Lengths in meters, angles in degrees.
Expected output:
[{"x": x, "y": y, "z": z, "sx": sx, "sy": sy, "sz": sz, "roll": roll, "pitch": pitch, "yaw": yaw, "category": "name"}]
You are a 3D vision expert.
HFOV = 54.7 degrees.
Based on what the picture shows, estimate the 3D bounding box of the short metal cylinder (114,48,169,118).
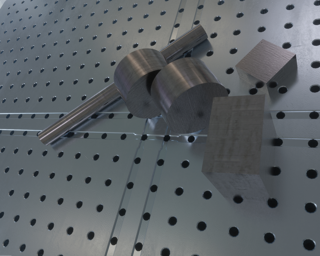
[{"x": -0.016, "y": -0.059, "z": 0.418, "sx": 0.080, "sy": 0.080, "sz": 0.050, "roll": -35, "pitch": 51, "yaw": 5, "category": "short metal cylinder"}]

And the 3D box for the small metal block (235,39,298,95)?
[{"x": 0.132, "y": -0.077, "z": 0.386, "sx": 0.050, "sy": 0.025, "sz": 0.050, "roll": -44, "pitch": 51, "yaw": -3, "category": "small metal block"}]

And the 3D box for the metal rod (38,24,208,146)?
[{"x": -0.060, "y": -0.064, "z": 0.478, "sx": 0.300, "sy": 0.025, "sz": 0.025, "roll": -33, "pitch": 52, "yaw": 6, "category": "metal rod"}]

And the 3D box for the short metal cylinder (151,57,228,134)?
[{"x": 0.035, "y": -0.038, "z": 0.378, "sx": 0.080, "sy": 0.080, "sz": 0.050, "roll": -33, "pitch": 52, "yaw": 6, "category": "short metal cylinder"}]

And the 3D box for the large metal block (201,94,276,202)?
[{"x": 0.085, "y": 0.022, "z": 0.315, "sx": 0.050, "sy": 0.080, "sz": 0.080, "roll": -1, "pitch": 61, "yaw": 28, "category": "large metal block"}]
